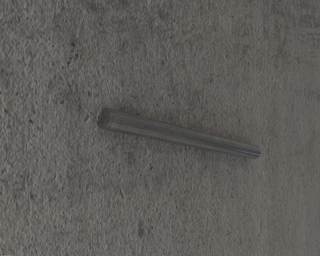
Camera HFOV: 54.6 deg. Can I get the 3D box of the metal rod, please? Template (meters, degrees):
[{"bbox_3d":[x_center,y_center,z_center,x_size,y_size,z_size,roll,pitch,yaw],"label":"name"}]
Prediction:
[{"bbox_3d":[0.051,0.016,0.445,0.302,0.025,0.025,13,82,-39],"label":"metal rod"}]
